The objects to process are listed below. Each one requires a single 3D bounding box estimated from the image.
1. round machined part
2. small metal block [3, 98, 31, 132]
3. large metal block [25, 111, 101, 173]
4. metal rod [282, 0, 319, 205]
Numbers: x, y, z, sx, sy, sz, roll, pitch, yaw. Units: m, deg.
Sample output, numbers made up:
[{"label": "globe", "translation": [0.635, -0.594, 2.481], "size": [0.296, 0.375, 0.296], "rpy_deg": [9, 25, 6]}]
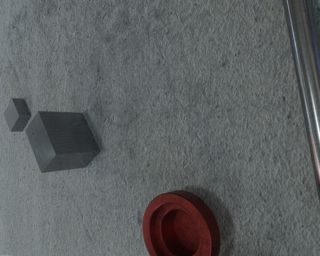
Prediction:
[{"label": "round machined part", "translation": [0.029, 0.123, 0.370], "size": [0.098, 0.042, 0.097], "rpy_deg": [0, 90, 40]}, {"label": "small metal block", "translation": [-0.302, -0.027, 0.655], "size": [0.050, 0.025, 0.050], "rpy_deg": [-48, 62, 29]}, {"label": "large metal block", "translation": [-0.156, 0.021, 0.498], "size": [0.050, 0.081, 0.080], "rpy_deg": [-45, 63, 31]}, {"label": "metal rod", "translation": [0.144, -0.024, 0.285], "size": [0.025, 0.025, 0.298], "rpy_deg": [-13, 82, 39]}]
